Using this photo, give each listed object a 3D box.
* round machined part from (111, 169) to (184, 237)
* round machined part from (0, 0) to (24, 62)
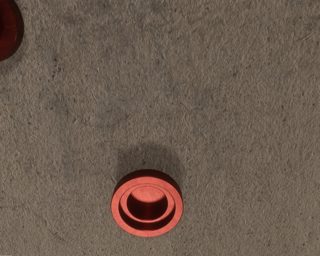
[{"bbox_3d":[-0.018,0.101,0.438,0.099,0.042,0.097,0,110,-1],"label":"round machined part"},{"bbox_3d":[-0.214,-0.120,0.353,0.099,0.042,0.097,0,110,-1],"label":"round machined part"}]
